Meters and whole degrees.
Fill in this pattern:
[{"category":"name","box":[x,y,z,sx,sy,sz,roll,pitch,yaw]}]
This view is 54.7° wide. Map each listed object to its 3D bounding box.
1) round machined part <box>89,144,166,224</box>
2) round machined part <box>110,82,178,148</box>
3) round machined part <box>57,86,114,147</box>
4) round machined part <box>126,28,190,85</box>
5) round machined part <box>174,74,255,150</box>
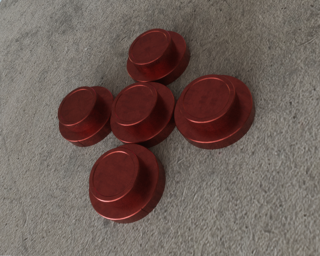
[{"category":"round machined part","box":[-0.046,0.063,0.378,0.098,0.042,0.098,-13,56,20]},{"category":"round machined part","box":[-0.026,-0.024,0.421,0.098,0.042,0.098,-13,56,20]},{"category":"round machined part","box":[-0.113,-0.024,0.466,0.098,0.042,0.098,-13,56,20]},{"category":"round machined part","box":[-0.008,-0.110,0.465,0.098,0.042,0.098,-13,56,20]},{"category":"round machined part","box":[0.062,-0.026,0.377,0.098,0.042,0.098,-13,56,20]}]
